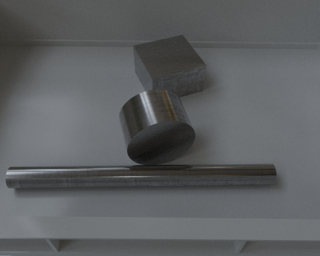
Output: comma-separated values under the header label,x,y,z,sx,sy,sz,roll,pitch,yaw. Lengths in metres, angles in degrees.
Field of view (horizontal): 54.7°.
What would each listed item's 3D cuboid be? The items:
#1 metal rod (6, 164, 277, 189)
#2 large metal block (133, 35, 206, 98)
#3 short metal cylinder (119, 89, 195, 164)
label,x,y,z,sx,sy,sz,roll,pitch,yaw
metal rod,-0.020,0.055,0.358,0.302,0.025,0.025,-1,50,-1
large metal block,0.012,-0.089,0.464,0.081,0.050,0.080,-17,52,-14
short metal cylinder,-0.004,0.001,0.369,0.081,0.080,0.050,-12,51,-10
